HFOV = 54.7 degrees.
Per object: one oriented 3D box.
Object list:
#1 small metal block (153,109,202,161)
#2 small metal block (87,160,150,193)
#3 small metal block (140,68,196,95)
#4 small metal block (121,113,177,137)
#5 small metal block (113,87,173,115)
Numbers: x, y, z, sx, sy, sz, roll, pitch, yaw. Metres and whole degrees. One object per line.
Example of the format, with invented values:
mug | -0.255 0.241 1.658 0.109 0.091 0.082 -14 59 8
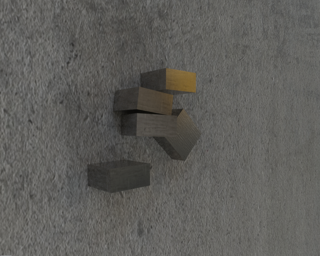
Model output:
small metal block | 0.024 0.009 0.425 0.050 0.025 0.050 50 60 -29
small metal block | -0.047 0.053 0.349 0.050 0.050 0.025 -3 92 -40
small metal block | 0.010 -0.058 0.396 0.050 0.050 0.025 0 90 -40
small metal block | -0.014 -0.003 0.370 0.050 0.050 0.025 3 88 -27
small metal block | -0.021 -0.030 0.371 0.050 0.050 0.025 9 85 -40
